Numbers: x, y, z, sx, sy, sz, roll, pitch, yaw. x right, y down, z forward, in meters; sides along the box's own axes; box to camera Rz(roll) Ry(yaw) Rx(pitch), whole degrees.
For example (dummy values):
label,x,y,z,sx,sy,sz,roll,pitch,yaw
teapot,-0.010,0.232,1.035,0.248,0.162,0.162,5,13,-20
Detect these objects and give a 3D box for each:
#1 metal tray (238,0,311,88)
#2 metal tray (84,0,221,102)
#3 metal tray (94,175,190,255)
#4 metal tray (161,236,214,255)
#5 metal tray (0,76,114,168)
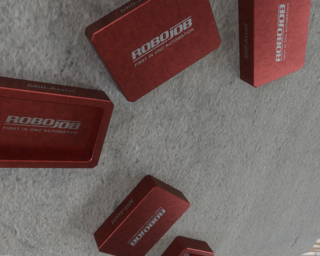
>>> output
label,x,y,z,sx,sy,sz,roll,pitch,yaw
metal tray,0.151,-0.128,0.409,0.091,0.030,0.129,-23,127,-15
metal tray,-0.003,-0.099,0.342,0.130,0.030,0.090,-34,129,-6
metal tray,-0.026,0.142,0.479,0.130,0.030,0.090,-49,129,6
metal tray,0.032,0.270,0.590,0.090,0.030,0.130,28,103,-38
metal tray,-0.125,-0.002,0.334,0.131,0.030,0.089,5,116,-31
